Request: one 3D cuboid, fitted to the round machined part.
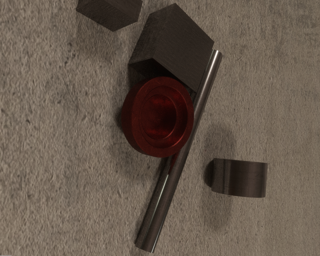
[{"bbox_3d":[-0.007,-0.014,0.387,0.099,0.042,0.097,-4,97,-39],"label":"round machined part"}]

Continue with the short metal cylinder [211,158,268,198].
[{"bbox_3d":[0.121,0.075,0.473,0.081,0.080,0.050,9,84,-40],"label":"short metal cylinder"}]

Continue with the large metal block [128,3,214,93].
[{"bbox_3d":[0.017,-0.098,0.404,0.080,0.050,0.080,32,70,-36],"label":"large metal block"}]

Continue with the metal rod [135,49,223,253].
[{"bbox_3d":[0.032,0.020,0.434,0.025,0.025,0.299,34,69,-35],"label":"metal rod"}]

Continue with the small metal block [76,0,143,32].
[{"bbox_3d":[-0.056,-0.135,0.342,0.050,0.050,0.025,21,77,-39],"label":"small metal block"}]
